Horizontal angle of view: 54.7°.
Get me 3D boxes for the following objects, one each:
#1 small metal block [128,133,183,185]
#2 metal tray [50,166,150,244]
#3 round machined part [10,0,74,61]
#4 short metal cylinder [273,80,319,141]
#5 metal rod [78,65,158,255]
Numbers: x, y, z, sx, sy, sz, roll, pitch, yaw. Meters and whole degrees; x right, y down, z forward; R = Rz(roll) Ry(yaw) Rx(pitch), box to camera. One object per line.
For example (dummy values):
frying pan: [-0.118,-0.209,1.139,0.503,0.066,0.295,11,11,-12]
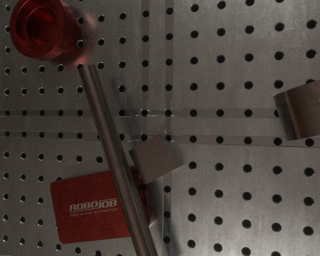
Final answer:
small metal block: [-0.006,0.041,0.414,0.050,0.025,0.050,-31,80,17]
metal tray: [-0.088,0.110,0.440,0.130,0.030,0.089,-13,86,19]
round machined part: [-0.170,-0.149,0.462,0.098,0.042,0.097,0,90,19]
short metal cylinder: [0.167,-0.021,0.325,0.080,0.080,0.050,-17,85,19]
metal rod: [-0.049,0.061,0.396,0.025,0.025,0.299,-21,83,18]
